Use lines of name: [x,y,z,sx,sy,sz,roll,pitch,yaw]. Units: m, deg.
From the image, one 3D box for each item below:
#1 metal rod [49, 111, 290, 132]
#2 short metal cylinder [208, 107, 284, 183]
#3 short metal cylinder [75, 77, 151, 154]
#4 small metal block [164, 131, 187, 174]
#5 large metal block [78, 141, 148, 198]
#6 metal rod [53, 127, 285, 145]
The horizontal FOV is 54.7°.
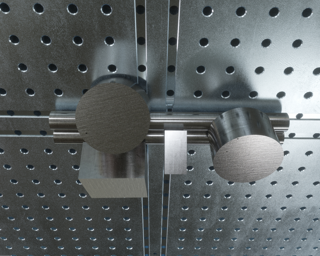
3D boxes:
metal rod: [0.013,-0.009,0.400,0.302,0.025,0.025,0,130,-1]
short metal cylinder: [0.102,0.022,0.377,0.081,0.050,0.079,0,130,0]
short metal cylinder: [-0.051,-0.016,0.358,0.081,0.050,0.079,0,106,-1]
small metal block: [0.018,0.029,0.378,0.025,0.050,0.050,0,88,-1]
large metal block: [-0.059,0.059,0.422,0.081,0.050,0.080,-1,150,0]
metal rod: [0.013,0.010,0.416,0.302,0.025,0.025,0,130,-1]
